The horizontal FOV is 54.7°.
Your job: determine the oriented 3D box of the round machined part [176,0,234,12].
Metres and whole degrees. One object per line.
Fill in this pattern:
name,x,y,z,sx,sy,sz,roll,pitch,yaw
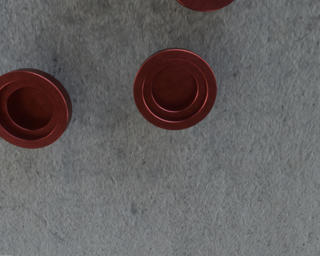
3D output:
round machined part,0.052,-0.178,0.336,0.099,0.042,0.097,0,110,-1

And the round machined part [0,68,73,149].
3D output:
round machined part,-0.159,-0.027,0.389,0.099,0.042,0.097,0,110,-1

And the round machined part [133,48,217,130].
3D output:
round machined part,0.018,-0.050,0.383,0.099,0.042,0.097,0,110,-1
